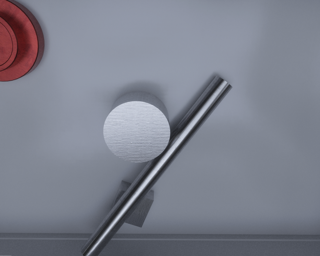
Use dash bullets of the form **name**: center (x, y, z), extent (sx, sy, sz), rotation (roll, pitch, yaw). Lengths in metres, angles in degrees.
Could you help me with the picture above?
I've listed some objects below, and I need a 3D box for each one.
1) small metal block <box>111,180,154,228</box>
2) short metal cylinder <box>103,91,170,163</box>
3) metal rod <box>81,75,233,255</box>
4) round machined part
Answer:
- **small metal block**: center (-0.041, 0.111, 0.452), extent (0.050, 0.025, 0.050), rotation (20, 109, -8)
- **short metal cylinder**: center (-0.028, -0.003, 0.397), extent (0.081, 0.050, 0.079), rotation (0, 110, -1)
- **metal rod**: center (-0.009, 0.058, 0.412), extent (0.025, 0.025, 0.299), rotation (36, 98, -13)
- **round machined part**: center (-0.192, -0.102, 0.362), extent (0.099, 0.042, 0.097), rotation (0, 110, -1)
